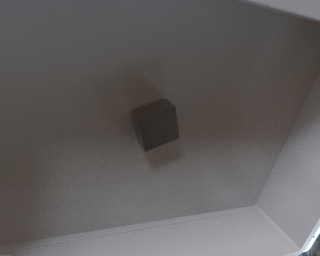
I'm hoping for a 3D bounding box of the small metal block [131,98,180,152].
[{"bbox_3d":[-0.005,-0.004,0.400,0.050,0.025,0.050,-21,127,-16],"label":"small metal block"}]
